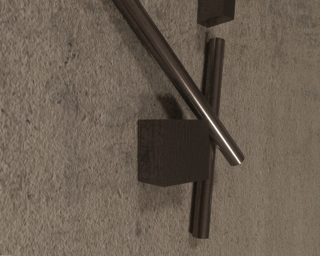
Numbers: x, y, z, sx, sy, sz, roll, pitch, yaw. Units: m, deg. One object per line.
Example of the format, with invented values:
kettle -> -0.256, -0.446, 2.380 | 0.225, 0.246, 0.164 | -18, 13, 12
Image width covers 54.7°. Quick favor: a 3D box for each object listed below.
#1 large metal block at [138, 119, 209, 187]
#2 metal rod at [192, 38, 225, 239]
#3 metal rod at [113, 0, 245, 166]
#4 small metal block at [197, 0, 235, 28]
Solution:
large metal block -> 0.018, 0.029, 0.406 | 0.081, 0.050, 0.079 | -1, 91, -40
metal rod -> 0.074, 0.012, 0.469 | 0.025, 0.025, 0.298 | 9, 84, -40
metal rod -> 0.029, -0.063, 0.411 | 0.300, 0.025, 0.025 | 52, 59, -21
small metal block -> 0.083, -0.183, 0.461 | 0.025, 0.050, 0.050 | 7, 86, -40
